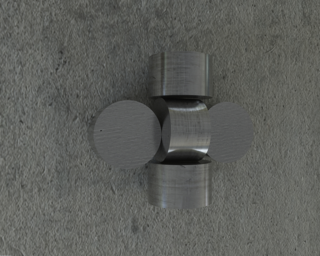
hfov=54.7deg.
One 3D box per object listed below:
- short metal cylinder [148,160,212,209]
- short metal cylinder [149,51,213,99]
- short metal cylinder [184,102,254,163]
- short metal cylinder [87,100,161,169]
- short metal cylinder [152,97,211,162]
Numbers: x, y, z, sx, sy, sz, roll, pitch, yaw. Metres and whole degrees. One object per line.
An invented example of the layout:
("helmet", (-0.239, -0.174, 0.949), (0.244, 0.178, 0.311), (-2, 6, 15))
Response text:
("short metal cylinder", (0.025, 0.067, 0.391), (0.081, 0.080, 0.050), (0, 90, -20))
("short metal cylinder", (0.026, -0.063, 0.391), (0.081, 0.080, 0.050), (0, 90, -20))
("short metal cylinder", (0.079, 0.005, 0.426), (0.081, 0.050, 0.080), (0, 91, -20))
("short metal cylinder", (-0.045, 0.008, 0.380), (0.081, 0.050, 0.080), (0, 90, -21))
("short metal cylinder", (0.022, 0.002, 0.390), (0.050, 0.080, 0.080), (1, 90, -20))
